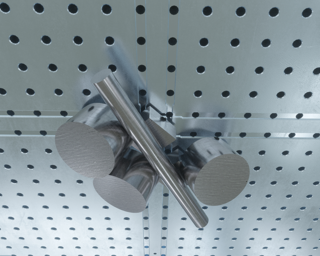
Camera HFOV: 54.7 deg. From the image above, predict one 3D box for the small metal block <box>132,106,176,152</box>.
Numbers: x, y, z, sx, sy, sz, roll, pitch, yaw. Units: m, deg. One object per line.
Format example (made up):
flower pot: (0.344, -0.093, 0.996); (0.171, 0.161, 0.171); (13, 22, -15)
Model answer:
small metal block: (-0.014, 0.006, 0.412); (0.050, 0.025, 0.050); (-36, 122, 26)

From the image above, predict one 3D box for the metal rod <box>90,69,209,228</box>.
metal rod: (0.002, 0.048, 0.414); (0.025, 0.025, 0.299); (-20, 127, 16)

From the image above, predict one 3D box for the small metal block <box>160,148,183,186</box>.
small metal block: (0.023, 0.064, 0.462); (0.050, 0.025, 0.050); (-33, 123, 24)

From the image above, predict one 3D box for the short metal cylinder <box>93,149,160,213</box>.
short metal cylinder: (-0.046, 0.074, 0.435); (0.080, 0.050, 0.079); (16, 137, 16)

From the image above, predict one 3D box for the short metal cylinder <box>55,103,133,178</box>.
short metal cylinder: (-0.081, 0.015, 0.385); (0.080, 0.050, 0.079); (11, 123, 17)

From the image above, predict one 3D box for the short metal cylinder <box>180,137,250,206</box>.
short metal cylinder: (0.074, 0.059, 0.424); (0.081, 0.050, 0.079); (-8, 116, -17)
